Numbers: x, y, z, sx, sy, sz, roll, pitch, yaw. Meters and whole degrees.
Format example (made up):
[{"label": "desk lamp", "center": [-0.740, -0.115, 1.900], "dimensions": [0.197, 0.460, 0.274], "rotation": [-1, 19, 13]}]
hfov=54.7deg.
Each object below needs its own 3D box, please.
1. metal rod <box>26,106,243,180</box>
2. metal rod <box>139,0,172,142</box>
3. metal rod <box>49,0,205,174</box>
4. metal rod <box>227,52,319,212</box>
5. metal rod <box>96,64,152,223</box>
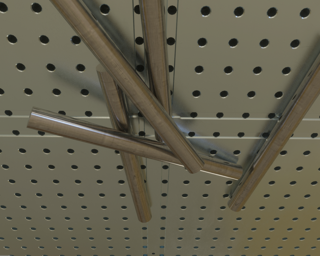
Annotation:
[{"label": "metal rod", "center": [-0.014, 0.027, 0.407], "dimensions": [0.302, 0.025, 0.025], "rotation": [17, 129, -25]}, {"label": "metal rod", "center": [-0.006, -0.102, 0.324], "dimensions": [0.025, 0.025, 0.298], "rotation": [-4, 130, 3]}, {"label": "metal rod", "center": [-0.036, -0.055, 0.340], "dimensions": [0.025, 0.025, 0.300], "rotation": [-28, 118, 21]}, {"label": "metal rod", "center": [0.160, 0.021, 0.431], "dimensions": [0.025, 0.025, 0.298], "rotation": [10, 130, -9]}, {"label": "metal rod", "center": [-0.043, 0.043, 0.447], "dimensions": [0.025, 0.025, 0.298], "rotation": [-5, 130, 4]}]
